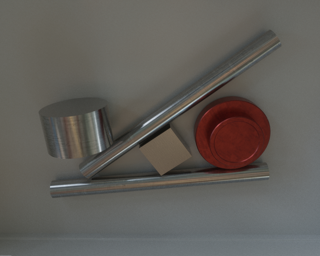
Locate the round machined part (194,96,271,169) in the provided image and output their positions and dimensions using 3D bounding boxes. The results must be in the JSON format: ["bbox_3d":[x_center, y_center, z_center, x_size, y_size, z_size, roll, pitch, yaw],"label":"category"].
[{"bbox_3d":[0.096,0.011,0.404,0.099,0.042,0.097,0,110,-1],"label":"round machined part"}]

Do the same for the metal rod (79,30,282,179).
[{"bbox_3d":[0.017,-0.024,0.401,0.300,0.025,0.025,-35,107,11],"label":"metal rod"}]

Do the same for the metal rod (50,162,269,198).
[{"bbox_3d":[-0.001,0.074,0.437,0.302,0.025,0.025,-5,110,1],"label":"metal rod"}]

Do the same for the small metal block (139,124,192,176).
[{"bbox_3d":[0.007,0.028,0.419,0.050,0.025,0.050,-34,107,11],"label":"small metal block"}]

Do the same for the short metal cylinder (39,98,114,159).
[{"bbox_3d":[-0.101,-0.002,0.379,0.081,0.080,0.050,-5,110,1],"label":"short metal cylinder"}]
